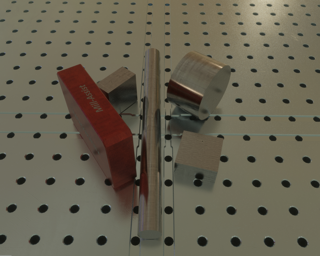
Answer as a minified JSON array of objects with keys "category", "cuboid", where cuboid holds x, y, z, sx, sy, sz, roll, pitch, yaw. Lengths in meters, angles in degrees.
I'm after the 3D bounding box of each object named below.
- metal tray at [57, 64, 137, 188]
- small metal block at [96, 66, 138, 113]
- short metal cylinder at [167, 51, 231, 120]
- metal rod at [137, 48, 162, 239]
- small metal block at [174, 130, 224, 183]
[{"category":"metal tray","cuboid":[-0.075,-0.003,0.366,0.030,0.089,0.130,-26,55,-20]},{"category":"small metal block","cuboid":[-0.059,-0.049,0.431,0.025,0.050,0.050,34,58,25]},{"category":"short metal cylinder","cuboid":[0.053,-0.058,0.421,0.050,0.080,0.080,31,56,23]},{"category":"metal rod","cuboid":[-0.011,-0.006,0.412,0.025,0.025,0.300,0,50,-1]},{"category":"small metal block","cuboid":[0.048,0.034,0.380,0.050,0.025,0.050,12,51,9]}]
